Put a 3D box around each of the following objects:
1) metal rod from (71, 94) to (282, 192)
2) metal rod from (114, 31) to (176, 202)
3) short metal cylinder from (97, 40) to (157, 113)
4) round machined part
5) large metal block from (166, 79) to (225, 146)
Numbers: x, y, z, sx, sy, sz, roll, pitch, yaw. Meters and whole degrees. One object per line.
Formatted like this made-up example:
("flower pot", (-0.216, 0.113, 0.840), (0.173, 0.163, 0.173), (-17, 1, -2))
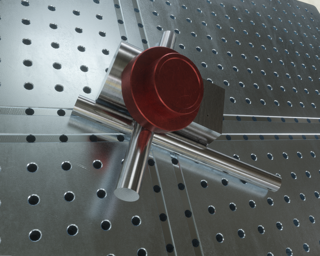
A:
("metal rod", (0.033, 0.026, 0.411), (0.302, 0.025, 0.025), (22, 53, -15))
("metal rod", (-0.009, -0.042, 0.405), (0.025, 0.025, 0.300), (25, 45, -13))
("short metal cylinder", (-0.041, -0.063, 0.389), (0.050, 0.080, 0.080), (23, 53, -15))
("round machined part", (0.010, -0.045, 0.347), (0.099, 0.042, 0.097), (7, 78, -34))
("large metal block", (0.040, -0.027, 0.427), (0.080, 0.050, 0.080), (23, 53, -15))
